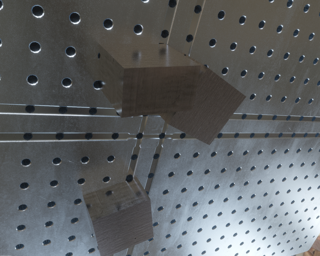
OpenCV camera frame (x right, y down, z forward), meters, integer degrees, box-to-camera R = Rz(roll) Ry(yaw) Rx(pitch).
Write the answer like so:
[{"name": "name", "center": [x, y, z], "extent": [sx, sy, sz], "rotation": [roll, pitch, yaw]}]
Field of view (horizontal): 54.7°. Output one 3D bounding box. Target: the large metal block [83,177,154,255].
[{"name": "large metal block", "center": [-0.058, 0.128, 0.444], "extent": [0.081, 0.050, 0.079], "rotation": [-16, 125, -20]}]

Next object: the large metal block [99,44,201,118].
[{"name": "large metal block", "center": [-0.015, -0.055, 0.334], "extent": [0.081, 0.080, 0.050], "rotation": [-8, 122, -25]}]

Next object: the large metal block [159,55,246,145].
[{"name": "large metal block", "center": [0.050, -0.035, 0.403], "extent": [0.080, 0.050, 0.080], "rotation": [27, 104, -38]}]
